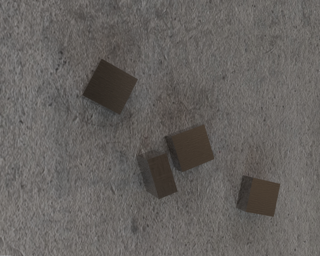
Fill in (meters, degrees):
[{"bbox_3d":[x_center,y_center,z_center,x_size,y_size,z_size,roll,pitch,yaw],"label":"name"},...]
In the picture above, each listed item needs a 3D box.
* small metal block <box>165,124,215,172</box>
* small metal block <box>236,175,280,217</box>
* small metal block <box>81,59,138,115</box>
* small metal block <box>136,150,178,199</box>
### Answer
[{"bbox_3d":[0.040,0.027,0.424,0.050,0.025,0.050,-20,97,-19],"label":"small metal block"},{"bbox_3d":[0.147,0.101,0.463,0.050,0.025,0.050,15,85,-20],"label":"small metal block"},{"bbox_3d":[-0.063,-0.050,0.385,0.050,0.025,0.050,28,81,-18],"label":"small metal block"},{"bbox_3d":[-0.005,0.057,0.394,0.025,0.050,0.050,-18,97,-19],"label":"small metal block"}]
